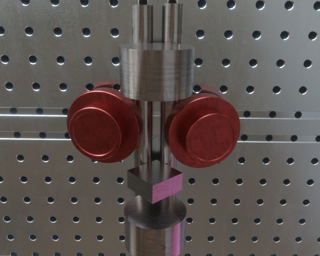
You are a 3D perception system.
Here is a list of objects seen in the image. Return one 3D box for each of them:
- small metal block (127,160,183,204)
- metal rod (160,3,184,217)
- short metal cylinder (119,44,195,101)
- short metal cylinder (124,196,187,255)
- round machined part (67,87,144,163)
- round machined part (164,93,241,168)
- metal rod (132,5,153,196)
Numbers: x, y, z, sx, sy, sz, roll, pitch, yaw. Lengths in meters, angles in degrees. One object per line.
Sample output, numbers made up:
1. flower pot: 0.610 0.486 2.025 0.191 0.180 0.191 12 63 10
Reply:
1. small metal block: -0.007 0.067 0.400 0.050 0.050 0.025 -16 116 -39
2. metal rod: 0.013 -0.005 0.411 0.025 0.025 0.298 1 110 0
3. short metal cylinder: -0.003 -0.064 0.337 0.081 0.080 0.050 1 110 -1
4. short metal cylinder: -0.006 0.128 0.408 0.081 0.080 0.050 1 110 -1
5. round machined part: -0.074 0.001 0.391 0.098 0.042 0.097 5 111 13
6. round machined part: 0.058 0.008 0.393 0.099 0.042 0.097 -6 111 -14
7. metal rod: -0.022 -0.003 0.411 0.025 0.025 0.298 1 110 0
